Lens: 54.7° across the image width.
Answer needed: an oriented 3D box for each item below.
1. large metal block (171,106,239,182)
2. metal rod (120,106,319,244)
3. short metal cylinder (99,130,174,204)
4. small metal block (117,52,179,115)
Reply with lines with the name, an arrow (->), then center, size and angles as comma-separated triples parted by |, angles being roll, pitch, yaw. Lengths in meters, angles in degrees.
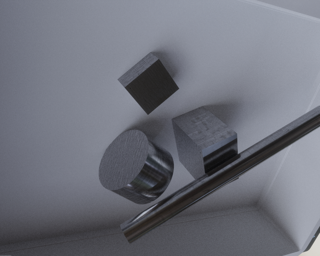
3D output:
large metal block -> 0.062, 0.028, 0.427 | 0.050, 0.080, 0.080 | -23, 127, -15
metal rod -> 0.089, 0.052, 0.388 | 0.302, 0.025, 0.025 | -29, 129, -10
short metal cylinder -> -0.030, 0.049, 0.388 | 0.080, 0.080, 0.050 | -47, 130, 4
small metal block -> -0.013, -0.052, 0.370 | 0.050, 0.025, 0.050 | -41, 130, -1
